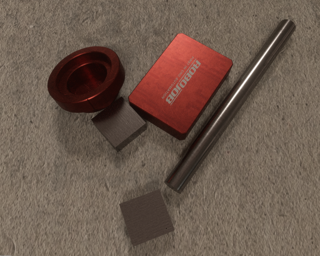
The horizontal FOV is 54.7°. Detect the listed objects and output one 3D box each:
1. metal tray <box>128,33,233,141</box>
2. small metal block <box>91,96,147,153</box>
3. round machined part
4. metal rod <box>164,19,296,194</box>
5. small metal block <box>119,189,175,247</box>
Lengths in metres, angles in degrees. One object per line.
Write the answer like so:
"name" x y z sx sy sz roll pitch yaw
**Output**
"metal tray" 0.029 -0.059 0.428 0.090 0.030 0.130 32 73 10
"small metal block" -0.053 -0.005 0.409 0.050 0.025 0.050 -39 75 -13
"round machined part" -0.092 -0.058 0.408 0.098 0.042 0.098 -8 54 12
"metal rod" 0.104 -0.040 0.424 0.025 0.025 0.300 35 73 11
"small metal block" -0.015 0.107 0.369 0.050 0.025 0.050 -19 71 -7
